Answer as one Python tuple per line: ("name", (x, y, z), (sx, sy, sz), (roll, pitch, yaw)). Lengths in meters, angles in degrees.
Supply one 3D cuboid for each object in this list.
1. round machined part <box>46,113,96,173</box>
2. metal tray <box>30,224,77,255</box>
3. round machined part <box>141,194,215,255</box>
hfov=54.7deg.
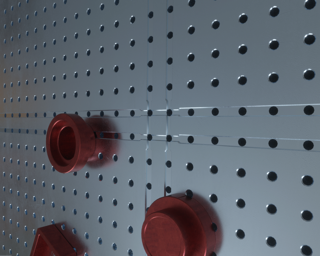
("round machined part", (-0.146, 0.025, 0.519), (0.098, 0.042, 0.097), (0, 90, 40))
("metal tray", (-0.207, 0.259, 0.577), (0.090, 0.030, 0.129), (33, 110, 35))
("round machined part", (0.015, 0.134, 0.386), (0.098, 0.042, 0.097), (0, 90, 40))
